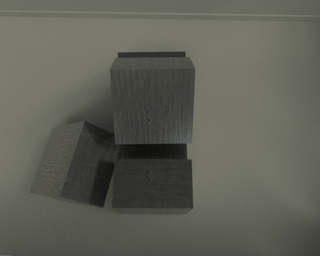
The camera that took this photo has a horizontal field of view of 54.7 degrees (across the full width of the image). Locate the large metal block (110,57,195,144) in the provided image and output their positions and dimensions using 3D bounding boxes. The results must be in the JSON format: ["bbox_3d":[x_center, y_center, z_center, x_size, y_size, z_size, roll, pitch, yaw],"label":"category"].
[{"bbox_3d":[-0.007,-0.030,0.330,0.081,0.079,0.050,-1,25,-1],"label":"large metal block"}]

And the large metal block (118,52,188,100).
[{"bbox_3d":[-0.009,-0.054,0.397,0.081,0.080,0.050,-1,70,-1],"label":"large metal block"}]

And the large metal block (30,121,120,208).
[{"bbox_3d":[-0.096,0.042,0.353,0.050,0.080,0.080,28,66,-36],"label":"large metal block"}]

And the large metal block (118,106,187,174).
[{"bbox_3d":[-0.009,0.013,0.392,0.081,0.050,0.080,-1,70,-1],"label":"large metal block"}]

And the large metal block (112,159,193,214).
[{"bbox_3d":[-0.007,0.069,0.352,0.081,0.080,0.050,0,70,0],"label":"large metal block"}]
